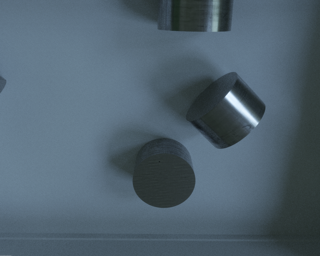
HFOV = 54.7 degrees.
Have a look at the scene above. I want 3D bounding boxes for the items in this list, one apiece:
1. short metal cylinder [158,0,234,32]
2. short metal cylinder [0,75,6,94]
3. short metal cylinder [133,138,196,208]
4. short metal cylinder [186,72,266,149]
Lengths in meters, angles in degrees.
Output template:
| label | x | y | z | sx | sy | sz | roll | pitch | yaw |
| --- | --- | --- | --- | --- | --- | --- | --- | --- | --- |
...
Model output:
| label | x | y | z | sx | sy | sz | roll | pitch | yaw |
| --- | --- | --- | --- | --- | --- | --- | --- | --- | --- |
| short metal cylinder | 0.038 | -0.132 | 0.334 | 0.081 | 0.080 | 0.050 | 1 | 110 | -1 |
| short metal cylinder | -0.231 | -0.044 | 0.364 | 0.050 | 0.080 | 0.080 | 41 | 105 | -14 |
| short metal cylinder | 0.005 | 0.060 | 0.420 | 0.081 | 0.050 | 0.079 | 0 | 110 | 0 |
| short metal cylinder | 0.078 | -0.021 | 0.375 | 0.080 | 0.080 | 0.050 | -43 | 105 | 14 |
